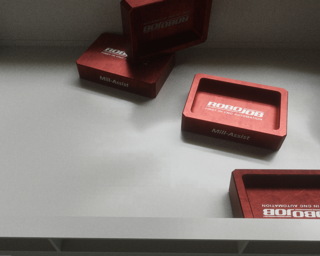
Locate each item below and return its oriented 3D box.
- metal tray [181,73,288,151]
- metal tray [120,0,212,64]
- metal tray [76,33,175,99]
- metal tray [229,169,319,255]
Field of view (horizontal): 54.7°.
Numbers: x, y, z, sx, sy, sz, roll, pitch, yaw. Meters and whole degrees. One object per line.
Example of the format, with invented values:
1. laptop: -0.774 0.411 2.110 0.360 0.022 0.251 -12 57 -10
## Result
1. metal tray: 0.102 -0.025 0.423 0.131 0.030 0.090 12 51 10
2. metal tray: 0.011 -0.154 0.452 0.131 0.089 0.030 -22 54 -18
3. metal tray: -0.051 -0.101 0.486 0.130 0.030 0.090 17 52 14
4. metal tray: 0.144 0.083 0.316 0.131 0.030 0.090 0 34 1
